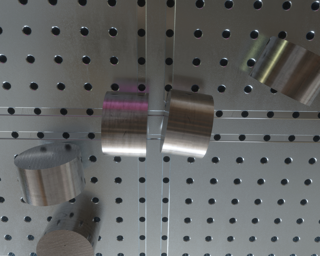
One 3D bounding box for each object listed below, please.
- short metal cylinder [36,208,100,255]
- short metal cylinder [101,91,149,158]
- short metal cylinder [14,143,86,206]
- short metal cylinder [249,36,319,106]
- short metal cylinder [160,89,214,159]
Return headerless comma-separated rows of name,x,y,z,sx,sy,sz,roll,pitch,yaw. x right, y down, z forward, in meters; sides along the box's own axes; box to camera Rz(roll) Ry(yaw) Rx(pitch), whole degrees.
short metal cylinder,-0.134,0.168,0.460,0.081,0.050,0.079,0,110,-1
short metal cylinder,-0.040,-0.004,0.382,0.050,0.080,0.079,2,110,-1
short metal cylinder,-0.141,0.058,0.403,0.081,0.080,0.050,-3,110,0
short metal cylinder,0.152,-0.067,0.362,0.080,0.080,0.050,24,108,-9
short metal cylinder,0.031,-0.005,0.383,0.050,0.080,0.079,9,110,-4
